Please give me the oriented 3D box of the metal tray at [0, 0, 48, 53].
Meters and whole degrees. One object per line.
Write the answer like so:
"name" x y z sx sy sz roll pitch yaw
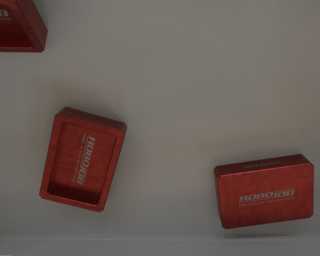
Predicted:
"metal tray" -0.201 -0.119 0.331 0.131 0.090 0.030 1 70 -1

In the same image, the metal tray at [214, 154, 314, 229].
"metal tray" 0.148 0.092 0.445 0.131 0.030 0.089 -9 110 2

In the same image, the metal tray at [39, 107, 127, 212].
"metal tray" -0.105 0.045 0.423 0.091 0.030 0.129 16 109 -6
